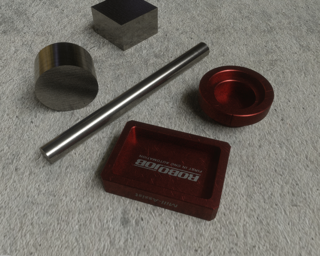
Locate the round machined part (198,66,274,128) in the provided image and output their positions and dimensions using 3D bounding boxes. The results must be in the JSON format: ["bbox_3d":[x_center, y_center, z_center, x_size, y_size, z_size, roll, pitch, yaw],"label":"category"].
[{"bbox_3d":[0.101,-0.039,0.426,0.099,0.042,0.098,0,50,0],"label":"round machined part"}]

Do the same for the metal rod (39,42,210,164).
[{"bbox_3d":[-0.033,-0.048,0.443,0.025,0.025,0.302,37,59,26],"label":"metal rod"}]

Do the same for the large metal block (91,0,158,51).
[{"bbox_3d":[-0.061,-0.190,0.546,0.080,0.050,0.080,-37,59,-27],"label":"large metal block"}]

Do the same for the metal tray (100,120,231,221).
[{"bbox_3d":[0.009,0.045,0.361,0.131,0.030,0.090,13,51,10],"label":"metal tray"}]

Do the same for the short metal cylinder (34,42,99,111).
[{"bbox_3d":[-0.128,-0.069,0.424,0.081,0.080,0.050,-12,51,-10],"label":"short metal cylinder"}]
